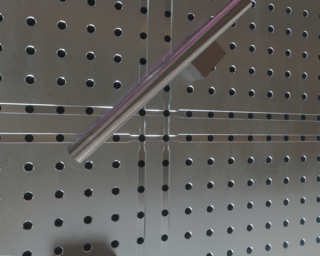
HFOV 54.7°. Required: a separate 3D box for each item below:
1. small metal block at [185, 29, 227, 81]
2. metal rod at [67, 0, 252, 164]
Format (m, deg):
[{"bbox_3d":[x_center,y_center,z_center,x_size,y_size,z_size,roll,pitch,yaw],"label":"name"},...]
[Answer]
[{"bbox_3d":[0.056,-0.104,0.434,0.050,0.025,0.050,44,76,-15],"label":"small metal block"},{"bbox_3d":[0.004,-0.068,0.394,0.301,0.025,0.025,-43,104,-7],"label":"metal rod"}]
